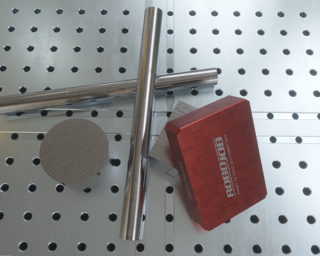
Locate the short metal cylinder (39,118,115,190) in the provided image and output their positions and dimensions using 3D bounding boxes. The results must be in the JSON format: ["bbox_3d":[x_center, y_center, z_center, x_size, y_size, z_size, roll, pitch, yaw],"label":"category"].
[{"bbox_3d":[-0.100,0.034,0.385,0.081,0.050,0.080,0,70,0],"label":"short metal cylinder"}]

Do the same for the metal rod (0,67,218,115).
[{"bbox_3d":[-0.071,-0.052,0.429,0.302,0.025,0.025,-8,70,-3],"label":"metal rod"}]

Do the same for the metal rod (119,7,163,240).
[{"bbox_3d":[-0.022,-0.015,0.396,0.025,0.025,0.299,5,78,2],"label":"metal rod"}]

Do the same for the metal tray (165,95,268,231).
[{"bbox_3d":[0.067,0.039,0.348,0.091,0.030,0.129,-24,112,-17],"label":"metal tray"}]

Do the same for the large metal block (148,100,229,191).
[{"bbox_3d":[0.041,0.024,0.390,0.080,0.050,0.080,26,72,9],"label":"large metal block"}]
